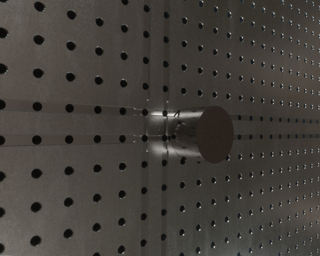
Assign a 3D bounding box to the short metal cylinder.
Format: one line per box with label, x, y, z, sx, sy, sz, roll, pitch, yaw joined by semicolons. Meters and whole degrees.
short metal cylinder;0.061;0.009;0.447;0.081;0.050;0.079;0;90;-40
